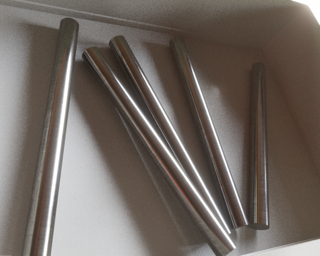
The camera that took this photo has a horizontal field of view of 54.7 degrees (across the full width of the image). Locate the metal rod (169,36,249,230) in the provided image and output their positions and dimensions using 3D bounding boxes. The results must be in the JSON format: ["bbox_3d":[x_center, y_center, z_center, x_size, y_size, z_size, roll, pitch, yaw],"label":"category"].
[{"bbox_3d":[0.063,-0.009,0.444,0.025,0.025,0.299,-1,62,-29],"label":"metal rod"}]

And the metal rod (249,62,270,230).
[{"bbox_3d":[0.154,0.007,0.483,0.025,0.025,0.300,23,53,-14],"label":"metal rod"}]

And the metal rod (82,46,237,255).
[{"bbox_3d":[-0.010,0.018,0.377,0.025,0.025,0.299,-24,71,-36],"label":"metal rod"}]

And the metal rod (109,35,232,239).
[{"bbox_3d":[0.006,0.002,0.407,0.025,0.025,0.299,-17,71,-35],"label":"metal rod"}]

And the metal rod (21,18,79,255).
[{"bbox_3d":[-0.117,-0.012,0.349,0.025,0.025,0.299,11,57,-22],"label":"metal rod"}]
